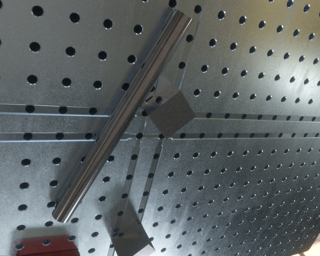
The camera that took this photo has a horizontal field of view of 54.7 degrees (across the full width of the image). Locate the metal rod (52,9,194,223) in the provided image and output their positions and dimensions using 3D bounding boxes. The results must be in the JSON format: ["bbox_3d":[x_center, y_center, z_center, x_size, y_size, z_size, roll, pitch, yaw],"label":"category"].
[{"bbox_3d":[-0.052,-0.005,0.381,0.025,0.025,0.299,24,105,-37],"label":"metal rod"}]

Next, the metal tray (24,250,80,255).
[{"bbox_3d":[-0.176,0.245,0.464,0.091,0.030,0.129,6,115,-32],"label":"metal tray"}]

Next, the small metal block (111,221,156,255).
[{"bbox_3d":[-0.043,0.184,0.488,0.050,0.050,0.025,-36,129,-5],"label":"small metal block"}]

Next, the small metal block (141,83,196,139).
[{"bbox_3d":[0.012,-0.022,0.406,0.050,0.025,0.050,-38,130,-3],"label":"small metal block"}]
